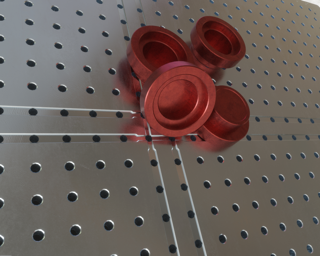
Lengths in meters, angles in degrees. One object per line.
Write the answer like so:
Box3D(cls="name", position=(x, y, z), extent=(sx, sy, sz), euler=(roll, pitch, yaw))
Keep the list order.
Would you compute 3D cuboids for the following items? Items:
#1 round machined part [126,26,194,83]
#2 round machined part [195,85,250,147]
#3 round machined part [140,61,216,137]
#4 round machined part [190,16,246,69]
Box3D(cls="round machined part", position=(-0.003, -0.099, 0.455), extent=(0.099, 0.042, 0.098), euler=(13, 56, -21))
Box3D(cls="round machined part", position=(0.093, -0.024, 0.461), extent=(0.099, 0.042, 0.098), euler=(13, 56, -21))
Box3D(cls="round machined part", position=(0.020, -0.041, 0.409), extent=(0.099, 0.097, 0.042), euler=(6, 24, -25))
Box3D(cls="round machined part", position=(0.095, -0.141, 0.533), extent=(0.099, 0.042, 0.098), euler=(13, 56, -21))
